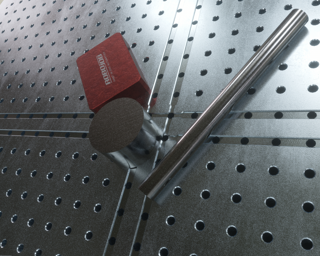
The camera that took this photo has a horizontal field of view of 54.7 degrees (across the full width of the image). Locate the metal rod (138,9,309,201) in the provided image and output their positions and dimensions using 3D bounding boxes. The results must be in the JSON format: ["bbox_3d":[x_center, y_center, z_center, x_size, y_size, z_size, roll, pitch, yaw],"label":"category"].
[{"bbox_3d":[0.082,-0.033,0.384,0.300,0.025,0.025,-48,52,-6],"label":"metal rod"}]

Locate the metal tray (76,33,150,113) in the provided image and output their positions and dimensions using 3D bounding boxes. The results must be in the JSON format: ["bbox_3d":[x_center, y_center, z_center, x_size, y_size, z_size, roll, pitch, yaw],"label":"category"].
[{"bbox_3d":[-0.080,-0.088,0.499,0.090,0.030,0.130,-31,52,8],"label":"metal tray"}]

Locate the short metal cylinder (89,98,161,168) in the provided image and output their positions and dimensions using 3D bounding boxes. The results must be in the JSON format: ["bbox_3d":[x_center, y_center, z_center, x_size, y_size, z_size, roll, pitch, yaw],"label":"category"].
[{"bbox_3d":[-0.046,0.007,0.411,0.080,0.050,0.080,-13,56,20],"label":"short metal cylinder"}]
